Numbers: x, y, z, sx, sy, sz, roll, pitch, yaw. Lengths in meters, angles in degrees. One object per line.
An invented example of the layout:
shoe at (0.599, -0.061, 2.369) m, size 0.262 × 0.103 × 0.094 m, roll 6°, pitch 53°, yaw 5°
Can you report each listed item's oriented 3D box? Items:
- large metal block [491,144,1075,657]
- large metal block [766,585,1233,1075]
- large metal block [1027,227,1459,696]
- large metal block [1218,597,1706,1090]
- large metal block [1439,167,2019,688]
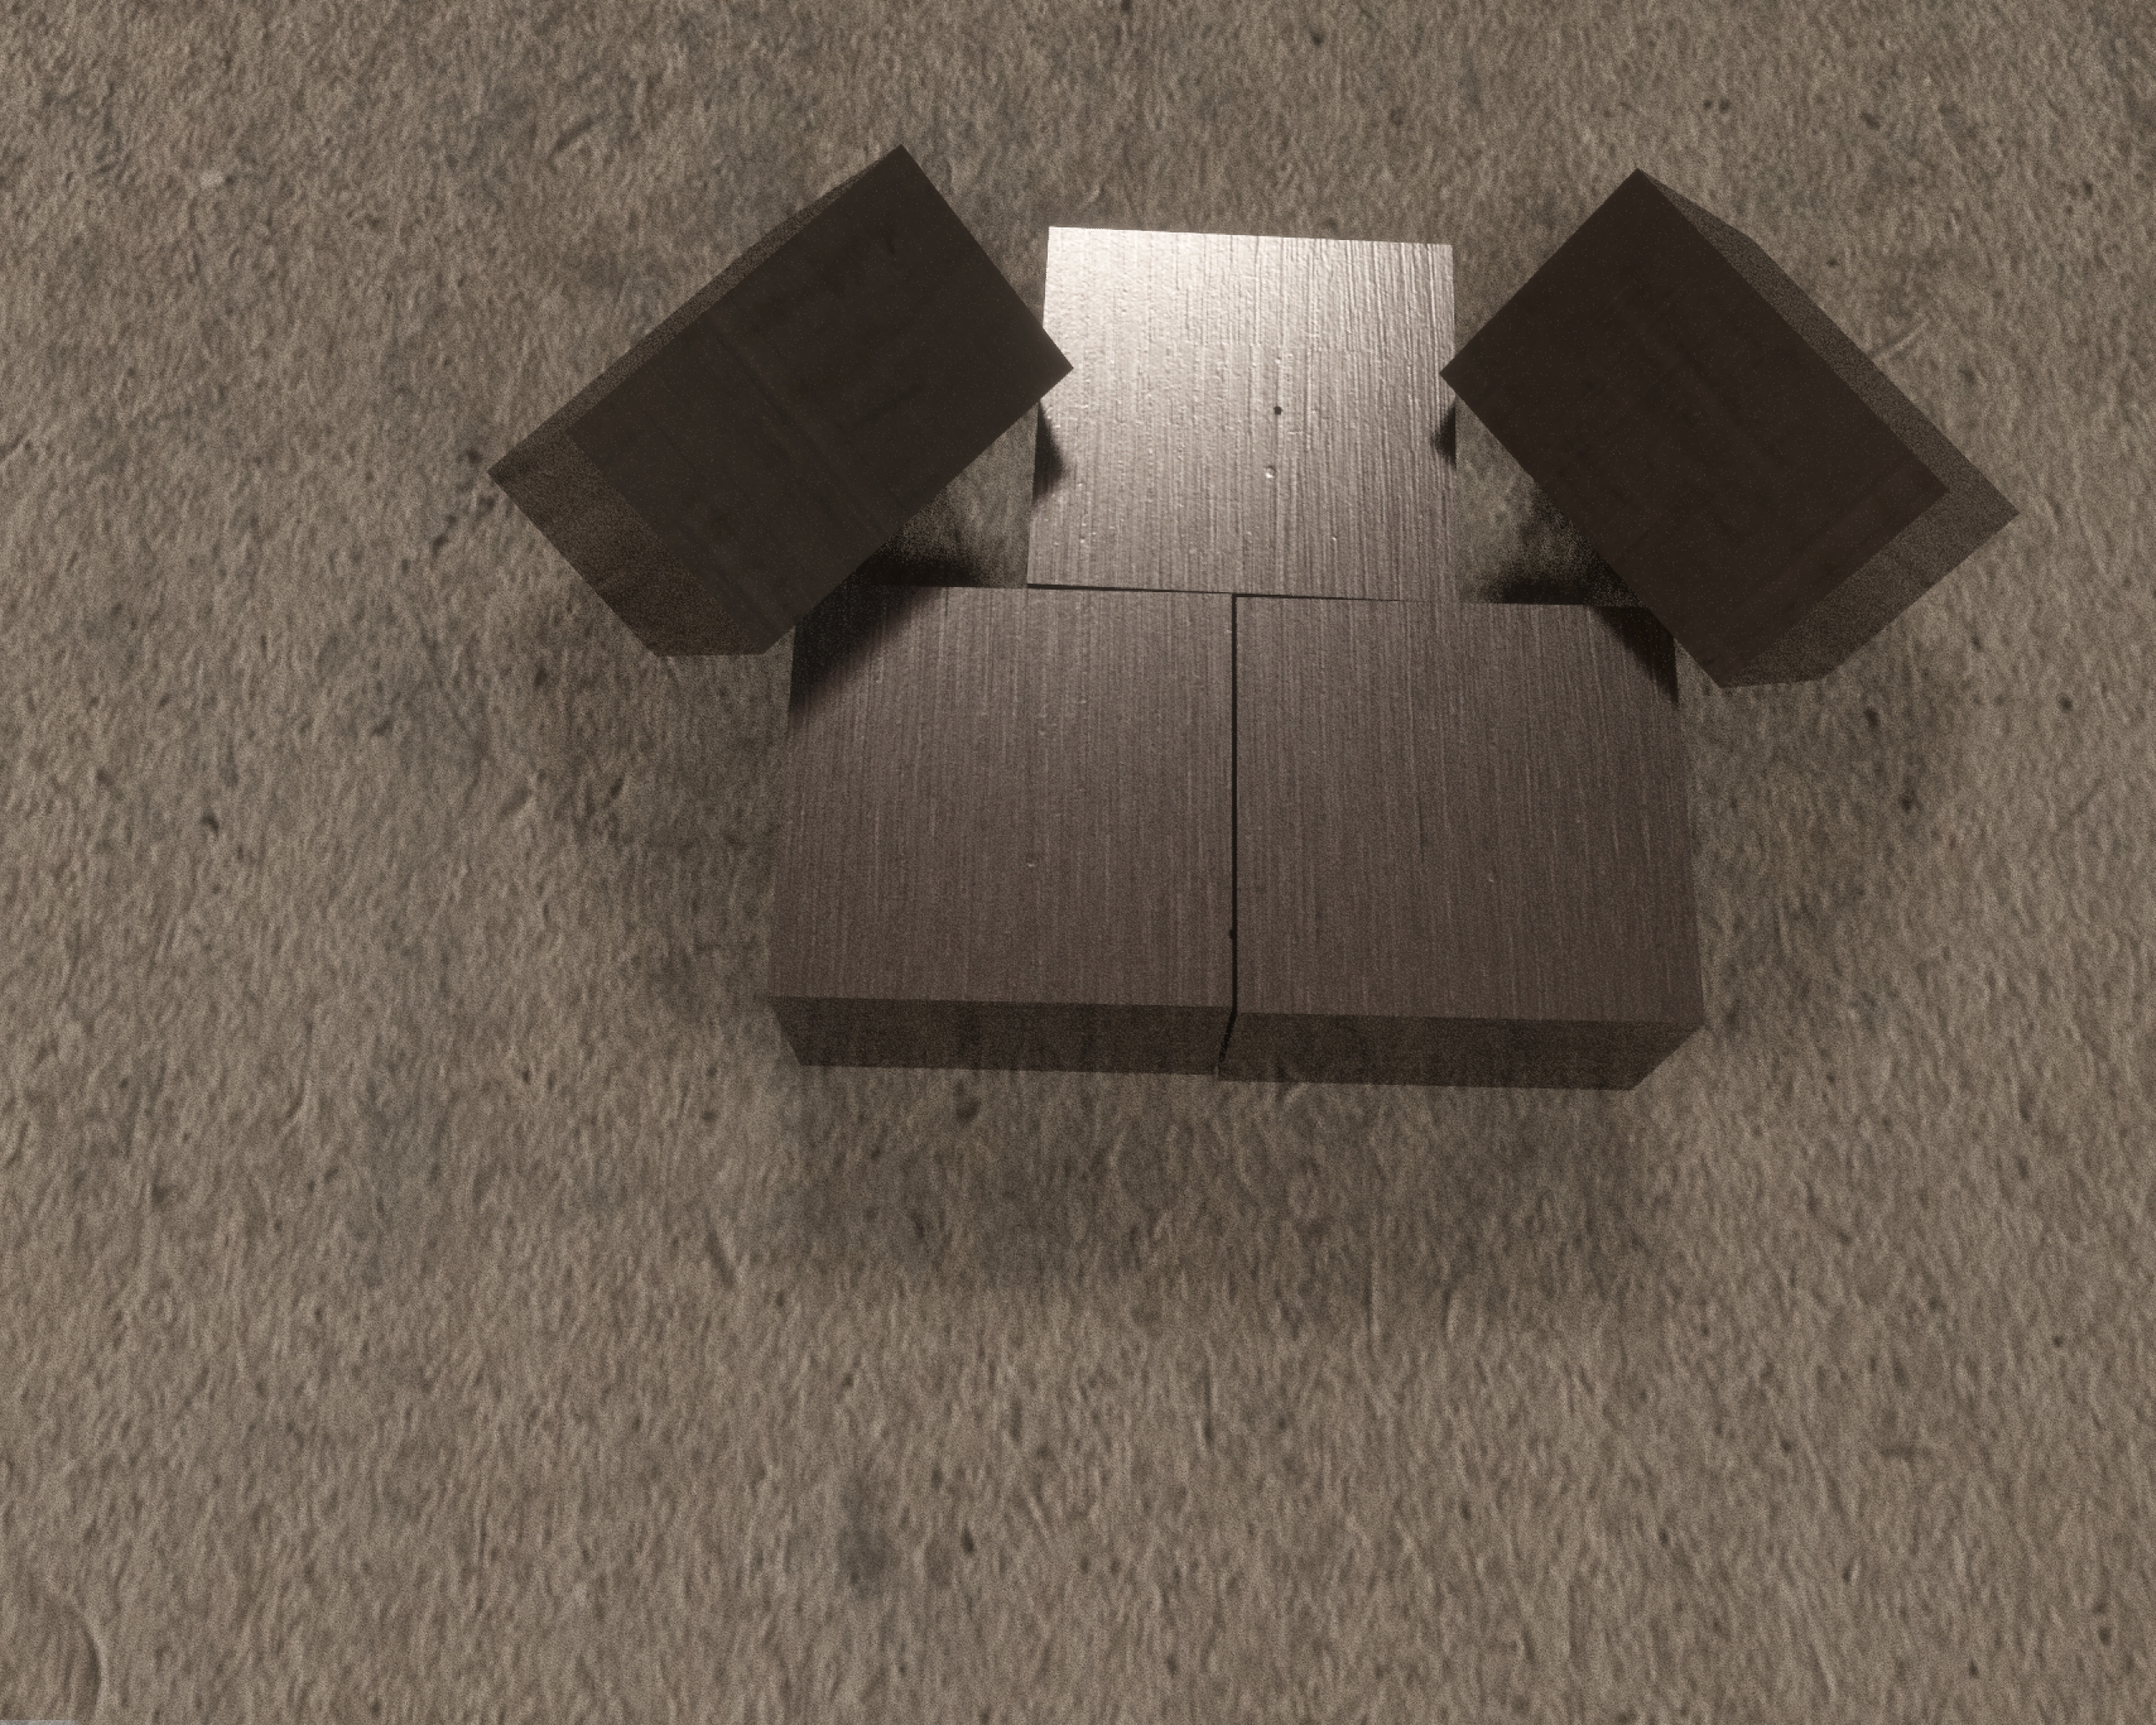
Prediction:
large metal block at (-0.060, -0.085, 0.403) m, size 0.080 × 0.080 × 0.050 m, roll -45°, pitch 111°, yaw -15°
large metal block at (-0.013, -0.005, 0.397) m, size 0.081 × 0.050 × 0.080 m, roll 1°, pitch 70°, yaw 0°
large metal block at (0.033, -0.079, 0.426) m, size 0.081 × 0.050 × 0.080 m, roll 3°, pitch 70°, yaw 0°
large metal block at (0.069, -0.002, 0.396) m, size 0.081 × 0.050 × 0.080 m, roll 1°, pitch 70°, yaw 0°
large metal block at (0.128, -0.081, 0.405) m, size 0.050 × 0.080 × 0.080 m, roll -45°, pitch 72°, yaw 27°
